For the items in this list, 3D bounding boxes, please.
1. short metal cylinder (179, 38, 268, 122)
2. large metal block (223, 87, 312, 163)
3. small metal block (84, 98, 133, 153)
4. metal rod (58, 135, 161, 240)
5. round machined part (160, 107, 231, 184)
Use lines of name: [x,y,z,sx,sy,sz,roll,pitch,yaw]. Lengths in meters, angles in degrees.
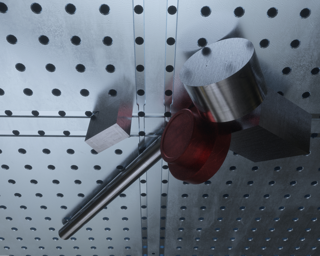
short metal cylinder: [0.068,-0.052,0.332,0.080,0.080,0.050,-22,126,17]
large metal block: [0.120,-0.001,0.373,0.080,0.050,0.080,26,156,-23]
small metal block: [-0.064,-0.003,0.392,0.050,0.050,0.025,-28,125,21]
metal rod: [-0.083,0.107,0.501,0.025,0.025,0.299,31,123,-24]
round machined part: [0.036,0.015,0.375,0.042,0.098,0.097,23,127,-27]
